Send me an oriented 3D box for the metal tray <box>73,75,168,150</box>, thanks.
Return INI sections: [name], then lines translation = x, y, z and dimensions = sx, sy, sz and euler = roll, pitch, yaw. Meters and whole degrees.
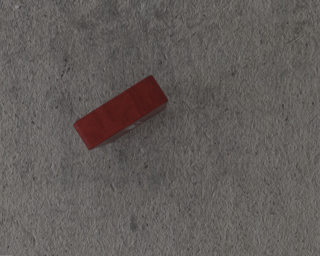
[metal tray]
translation = -0.038, -0.015, 0.357
dimensions = 0.090, 0.130, 0.030
euler = -32, 90, 0
